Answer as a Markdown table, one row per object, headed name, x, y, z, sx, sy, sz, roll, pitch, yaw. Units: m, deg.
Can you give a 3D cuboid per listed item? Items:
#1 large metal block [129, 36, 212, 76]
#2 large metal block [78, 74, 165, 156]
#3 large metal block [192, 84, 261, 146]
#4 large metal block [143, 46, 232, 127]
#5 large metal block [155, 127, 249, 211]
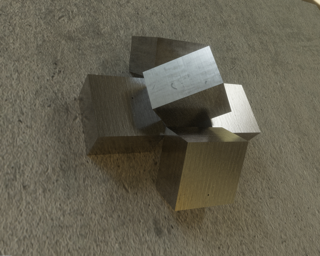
| name | x | y | z | sx | sy | sz | roll | pitch | yaw |
| --- | --- | --- | --- | --- | --- | --- | --- | --- | --- |
| large metal block | 0.011 | -0.096 | 0.429 | 0.081 | 0.080 | 0.050 | -1 | 106 | -29 |
| large metal block | -0.048 | -0.015 | 0.373 | 0.081 | 0.050 | 0.080 | -1 | 62 | -29 |
| large metal block | 0.084 | -0.017 | 0.444 | 0.081 | 0.050 | 0.080 | 0 | 62 | -29 |
| large metal block | 0.036 | -0.043 | 0.374 | 0.080 | 0.080 | 0.050 | -20 | 66 | 11 |
| large metal block | 0.047 | 0.044 | 0.362 | 0.081 | 0.079 | 0.050 | 1 | 18 | -27 |
